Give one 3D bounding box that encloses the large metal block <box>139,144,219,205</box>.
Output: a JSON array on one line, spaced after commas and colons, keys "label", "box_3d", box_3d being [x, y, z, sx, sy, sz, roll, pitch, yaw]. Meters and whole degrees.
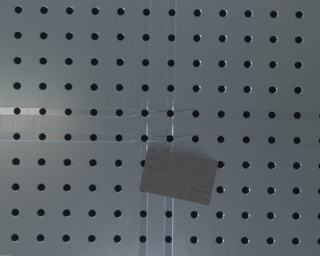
[{"label": "large metal block", "box_3d": [0.021, 0.054, 0.386, 0.080, 0.080, 0.050, 12, 90, 0]}]
